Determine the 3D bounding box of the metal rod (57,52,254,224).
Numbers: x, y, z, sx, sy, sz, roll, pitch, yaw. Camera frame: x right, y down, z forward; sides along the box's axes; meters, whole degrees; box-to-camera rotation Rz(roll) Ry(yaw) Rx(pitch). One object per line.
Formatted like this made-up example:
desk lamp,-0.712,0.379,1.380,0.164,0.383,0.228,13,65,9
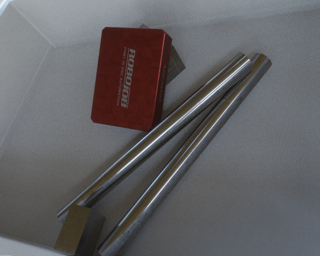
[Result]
metal rod,-0.010,0.018,0.381,0.300,0.025,0.025,-41,51,6

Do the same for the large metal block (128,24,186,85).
large metal block,-0.023,-0.096,0.459,0.080,0.050,0.080,-42,51,-1

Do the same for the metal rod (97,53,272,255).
metal rod,0.034,0.029,0.368,0.025,0.025,0.300,34,80,38

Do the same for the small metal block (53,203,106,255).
small metal block,-0.090,0.120,0.358,0.025,0.050,0.050,10,65,16

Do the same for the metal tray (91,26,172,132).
metal tray,-0.039,-0.065,0.415,0.090,0.030,0.129,9,93,19
